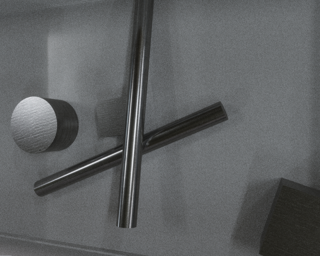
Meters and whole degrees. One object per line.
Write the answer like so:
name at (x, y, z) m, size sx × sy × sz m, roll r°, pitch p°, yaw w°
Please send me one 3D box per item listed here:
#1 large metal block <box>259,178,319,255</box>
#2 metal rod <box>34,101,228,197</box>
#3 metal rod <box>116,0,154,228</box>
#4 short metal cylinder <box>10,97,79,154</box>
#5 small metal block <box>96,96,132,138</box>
large metal block at (0.162, 0.110, 0.340) m, size 0.080 × 0.050 × 0.080 m, roll 18°, pitch 96°, yaw 18°
metal rod at (-0.052, 0.036, 0.427) m, size 0.300 × 0.025 × 0.025 m, roll -24°, pitch 82°, yaw 18°
metal rod at (-0.031, -0.027, 0.399) m, size 0.025 × 0.025 × 0.298 m, roll 2°, pitch 83°, yaw 19°
short metal cylinder at (-0.168, -0.004, 0.455) m, size 0.080 × 0.050 × 0.079 m, roll 0°, pitch 90°, yaw 19°
small metal block at (-0.058, -0.015, 0.430) m, size 0.050 × 0.025 × 0.050 m, roll -8°, pitch 87°, yaw 19°
